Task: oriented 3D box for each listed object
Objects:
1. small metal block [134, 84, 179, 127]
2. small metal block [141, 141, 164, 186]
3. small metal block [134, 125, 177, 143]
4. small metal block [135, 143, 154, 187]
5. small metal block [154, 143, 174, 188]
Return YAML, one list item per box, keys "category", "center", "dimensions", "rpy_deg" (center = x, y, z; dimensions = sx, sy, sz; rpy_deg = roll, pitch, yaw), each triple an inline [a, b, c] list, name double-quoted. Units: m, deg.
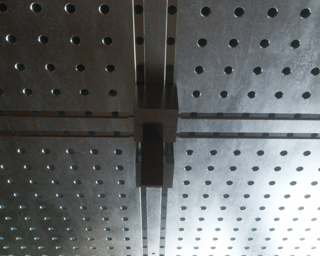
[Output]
- category: "small metal block"
  center: [-0.005, -0.028, 0.371]
  dimensions: [0.050, 0.050, 0.025]
  rpy_deg: [2, 130, -2]
- category: "small metal block"
  center: [-0.009, 0.041, 0.376]
  dimensions: [0.025, 0.050, 0.050]
  rpy_deg: [1, 88, 0]
- category: "small metal block"
  center: [-0.006, -0.008, 0.387]
  dimensions: [0.050, 0.050, 0.025]
  rpy_deg: [2, 130, -2]
- category: "small metal block"
  center: [-0.020, 0.048, 0.436]
  dimensions: [0.025, 0.050, 0.050]
  rpy_deg: [1, 130, -1]
- category: "small metal block"
  center: [0.005, 0.049, 0.435]
  dimensions: [0.025, 0.050, 0.050]
  rpy_deg: [1, 130, -1]
